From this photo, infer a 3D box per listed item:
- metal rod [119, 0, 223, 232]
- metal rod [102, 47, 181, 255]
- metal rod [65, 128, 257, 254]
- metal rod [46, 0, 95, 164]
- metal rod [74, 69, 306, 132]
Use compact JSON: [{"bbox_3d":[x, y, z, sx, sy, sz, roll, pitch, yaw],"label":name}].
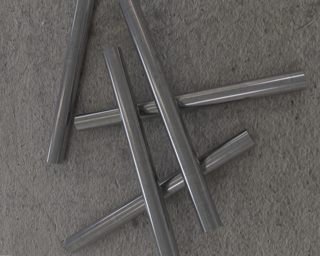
[{"bbox_3d":[0.010,-0.024,0.377,0.025,0.025,0.299,-22,83,18],"label":"metal rod"},{"bbox_3d":[-0.021,0.042,0.388,0.025,0.025,0.299,-18,84,19],"label":"metal rod"},{"bbox_3d":[-0.010,0.091,0.412,0.300,0.025,0.025,-34,79,16],"label":"metal rod"},{"bbox_3d":[-0.126,-0.095,0.453,0.025,0.025,0.298,14,95,19],"label":"metal rod"},{"bbox_3d":[0.023,-0.031,0.400,0.301,0.025,0.025,-10,87,19],"label":"metal rod"}]
